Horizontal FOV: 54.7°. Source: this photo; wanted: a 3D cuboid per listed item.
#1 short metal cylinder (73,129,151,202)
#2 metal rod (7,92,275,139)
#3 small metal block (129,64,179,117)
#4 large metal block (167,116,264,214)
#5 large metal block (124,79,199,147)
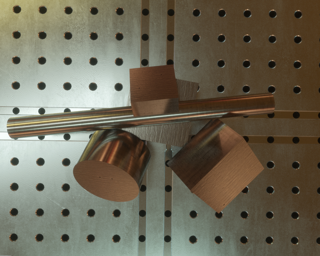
[{"bbox_3d":[-0.057,0.046,0.376,0.080,0.079,0.050,19,47,0],"label":"short metal cylinder"},{"bbox_3d":[-0.021,-0.014,0.360,0.302,0.025,0.025,-6,90,0],"label":"metal rod"},{"bbox_3d":[-0.007,-0.042,0.348,0.050,0.025,0.050,-6,55,0],"label":"small metal block"},{"bbox_3d":[0.069,0.046,0.376,0.080,0.050,0.080,-45,134,0],"label":"large metal block"},{"bbox_3d":[0.000,-0.023,0.397,0.080,0.050,0.080,11,90,0],"label":"large metal block"}]
